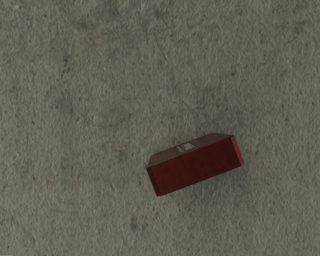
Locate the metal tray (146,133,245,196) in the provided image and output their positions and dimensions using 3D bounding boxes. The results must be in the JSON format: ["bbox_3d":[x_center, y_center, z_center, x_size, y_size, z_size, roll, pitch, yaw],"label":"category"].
[{"bbox_3d":[0.034,0.036,0.358,0.090,0.130,0.030,-21,90,0],"label":"metal tray"}]
